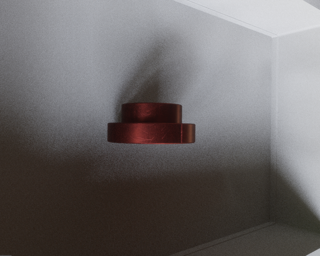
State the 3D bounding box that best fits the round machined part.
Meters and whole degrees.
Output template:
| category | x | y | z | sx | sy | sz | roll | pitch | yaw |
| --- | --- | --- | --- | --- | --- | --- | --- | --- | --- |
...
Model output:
| category | x | y | z | sx | sy | sz | roll | pitch | yaw |
| --- | --- | --- | --- | --- | --- | --- | --- | --- | --- |
| round machined part | -0.009 | -0.005 | 0.350 | 0.099 | 0.098 | 0.042 | 1 | 90 | -40 |
